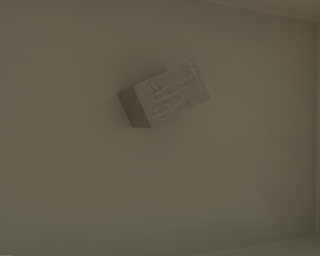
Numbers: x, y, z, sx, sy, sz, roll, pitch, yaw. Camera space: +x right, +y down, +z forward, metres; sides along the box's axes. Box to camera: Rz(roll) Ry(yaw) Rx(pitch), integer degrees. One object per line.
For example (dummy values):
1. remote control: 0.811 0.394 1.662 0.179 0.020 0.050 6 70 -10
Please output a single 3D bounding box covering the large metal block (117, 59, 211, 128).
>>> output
1. large metal block: 0.001 -0.040 0.383 0.081 0.080 0.050 -27 99 -18
